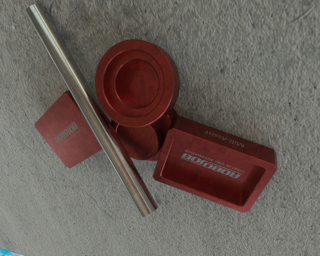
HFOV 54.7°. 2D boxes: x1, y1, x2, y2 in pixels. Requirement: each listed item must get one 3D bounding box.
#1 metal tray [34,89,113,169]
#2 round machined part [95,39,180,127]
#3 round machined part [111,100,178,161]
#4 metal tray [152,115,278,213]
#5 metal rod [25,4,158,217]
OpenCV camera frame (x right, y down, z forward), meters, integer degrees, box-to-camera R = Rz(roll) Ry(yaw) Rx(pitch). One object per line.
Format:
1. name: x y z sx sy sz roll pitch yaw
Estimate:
1. metal tray: -0.127 0.003 0.460 0.130 0.030 0.090 -29 100 46
2. round machined part: -0.023 -0.051 0.364 0.098 0.042 0.097 3 98 21
3. round machined part: -0.024 0.004 0.413 0.098 0.042 0.097 13 124 21
4. metal tray: 0.064 0.047 0.386 0.131 0.030 0.089 20 127 3
5. metal rod: -0.088 -0.023 0.397 0.025 0.025 0.299 -31 89 38
